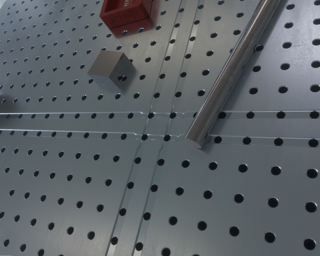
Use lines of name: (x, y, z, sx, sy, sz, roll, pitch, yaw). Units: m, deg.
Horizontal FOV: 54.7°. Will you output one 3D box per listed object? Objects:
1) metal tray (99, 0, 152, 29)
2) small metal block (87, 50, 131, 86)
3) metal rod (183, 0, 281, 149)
metal tray: (-0.059, -0.257, 0.593, 0.090, 0.030, 0.130, -7, 59, 24)
small metal block: (-0.084, -0.100, 0.514, 0.050, 0.025, 0.050, 15, 69, 34)
metal rod: (0.113, -0.106, 0.414, 0.025, 0.025, 0.300, 20, 72, 35)
